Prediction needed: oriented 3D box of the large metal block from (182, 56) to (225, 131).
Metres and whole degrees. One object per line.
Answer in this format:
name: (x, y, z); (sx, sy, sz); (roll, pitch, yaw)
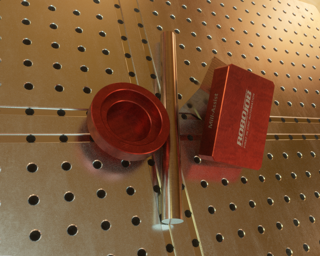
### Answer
large metal block: (0.092, -0.050, 0.474); (0.080, 0.050, 0.080); (33, 51, -7)

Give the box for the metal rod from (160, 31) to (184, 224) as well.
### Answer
metal rod: (0.013, -0.022, 0.430); (0.025, 0.025, 0.299); (13, 56, -21)

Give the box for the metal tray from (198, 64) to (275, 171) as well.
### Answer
metal tray: (0.108, -0.013, 0.430); (0.091, 0.030, 0.129); (15, 83, -29)

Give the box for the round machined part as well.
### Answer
round machined part: (-0.041, -0.004, 0.379); (0.099, 0.042, 0.098); (14, 56, -21)
